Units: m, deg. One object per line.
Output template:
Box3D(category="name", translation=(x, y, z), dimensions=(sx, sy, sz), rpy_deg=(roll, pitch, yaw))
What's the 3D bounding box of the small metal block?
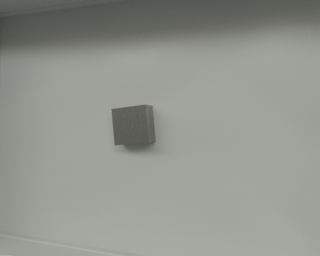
Box3D(category="small metal block", translation=(-0.036, -0.004, 0.424), dimensions=(0.050, 0.025, 0.050), rpy_deg=(-6, 88, 20))
